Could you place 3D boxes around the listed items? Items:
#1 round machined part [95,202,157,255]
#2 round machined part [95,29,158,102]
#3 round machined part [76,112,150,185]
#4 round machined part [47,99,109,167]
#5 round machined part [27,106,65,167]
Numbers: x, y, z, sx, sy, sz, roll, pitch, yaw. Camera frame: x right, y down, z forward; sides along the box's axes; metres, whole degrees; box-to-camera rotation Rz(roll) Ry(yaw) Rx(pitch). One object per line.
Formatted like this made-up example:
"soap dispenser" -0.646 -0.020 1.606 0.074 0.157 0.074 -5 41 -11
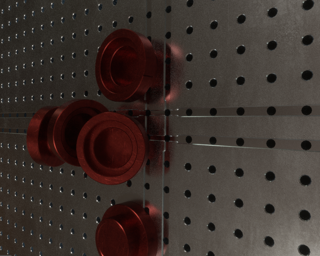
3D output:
"round machined part" -0.054 0.158 0.441 0.098 0.042 0.097 0 90 39
"round machined part" -0.042 -0.084 0.431 0.098 0.042 0.097 0 90 39
"round machined part" -0.062 0.027 0.431 0.098 0.042 0.097 0 90 13
"round machined part" -0.119 0.005 0.458 0.042 0.099 0.097 10 96 47
"round machined part" -0.161 0.014 0.496 0.042 0.098 0.097 5 93 20
